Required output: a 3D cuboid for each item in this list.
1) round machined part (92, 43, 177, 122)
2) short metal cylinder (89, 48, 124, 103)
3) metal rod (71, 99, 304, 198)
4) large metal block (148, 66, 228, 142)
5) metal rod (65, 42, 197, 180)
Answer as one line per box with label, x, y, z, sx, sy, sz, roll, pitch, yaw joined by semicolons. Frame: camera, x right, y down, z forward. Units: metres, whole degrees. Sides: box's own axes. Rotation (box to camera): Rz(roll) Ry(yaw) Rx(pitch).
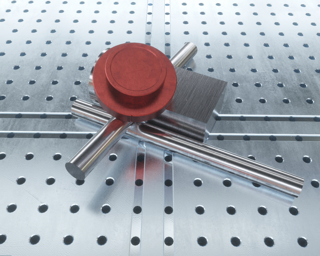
round machined part;-0.029;-0.059;0.361;0.099;0.042;0.098;3;70;-7
short metal cylinder;-0.053;-0.064;0.424;0.050;0.080;0.080;20;53;15
metal rod;0.022;0.020;0.390;0.301;0.025;0.025;19;53;15
large metal block;0.035;-0.030;0.413;0.080;0.050;0.080;20;53;16
metal rod;-0.018;-0.044;0.419;0.025;0.025;0.301;22;46;17
